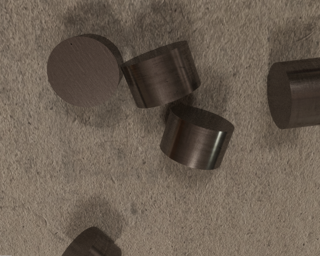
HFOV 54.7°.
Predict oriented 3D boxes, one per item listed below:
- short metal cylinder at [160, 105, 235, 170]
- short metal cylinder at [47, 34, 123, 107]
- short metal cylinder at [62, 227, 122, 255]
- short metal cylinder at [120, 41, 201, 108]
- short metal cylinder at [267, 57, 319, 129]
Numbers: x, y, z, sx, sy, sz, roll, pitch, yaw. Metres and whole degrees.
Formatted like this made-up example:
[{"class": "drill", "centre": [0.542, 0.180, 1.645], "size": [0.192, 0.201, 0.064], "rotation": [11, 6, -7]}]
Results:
[{"class": "short metal cylinder", "centre": [0.045, 0.010, 0.385], "size": [0.081, 0.080, 0.050], "rotation": [14, 109, -6]}, {"class": "short metal cylinder", "centre": [-0.086, -0.070, 0.370], "size": [0.081, 0.050, 0.079], "rotation": [0, 110, -1]}, {"class": "short metal cylinder", "centre": [-0.103, 0.192, 0.450], "size": [0.080, 0.080, 0.050], "rotation": [-39, 106, 13]}, {"class": "short metal cylinder", "centre": [0.001, -0.062, 0.358], "size": [0.080, 0.080, 0.050], "rotation": [-19, 109, 6]}, {"class": "short metal cylinder", "centre": [0.166, -0.041, 0.368], "size": [0.050, 0.080, 0.079], "rotation": [-7, 110, 2]}]
